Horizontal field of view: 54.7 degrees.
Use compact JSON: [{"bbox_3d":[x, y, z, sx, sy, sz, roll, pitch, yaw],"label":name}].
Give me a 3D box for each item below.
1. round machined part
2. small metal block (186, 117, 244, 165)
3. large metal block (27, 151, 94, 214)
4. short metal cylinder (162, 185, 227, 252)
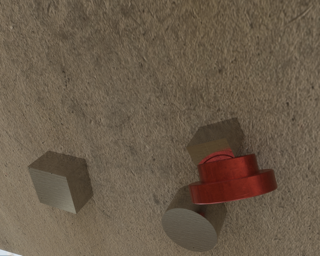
[{"bbox_3d":[0.081,0.057,0.360,0.098,0.099,0.042,-16,81,34],"label":"round machined part"},{"bbox_3d":[0.066,0.015,0.364,0.050,0.050,0.025,-16,109,34],"label":"small metal block"},{"bbox_3d":[-0.169,0.092,0.534,0.080,0.050,0.079,9,123,23],"label":"large metal block"},{"bbox_3d":[0.049,0.129,0.443,0.080,0.050,0.079,13,124,20],"label":"short metal cylinder"}]
